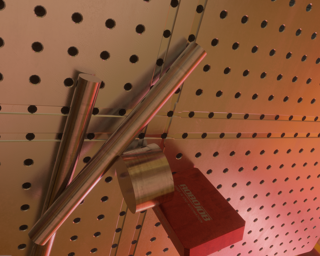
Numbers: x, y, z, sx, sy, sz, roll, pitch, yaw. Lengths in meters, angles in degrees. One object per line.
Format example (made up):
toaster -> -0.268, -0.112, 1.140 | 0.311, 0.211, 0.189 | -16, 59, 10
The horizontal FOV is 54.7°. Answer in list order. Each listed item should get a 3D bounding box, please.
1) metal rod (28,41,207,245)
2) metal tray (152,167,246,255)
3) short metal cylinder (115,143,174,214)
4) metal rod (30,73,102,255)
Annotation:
metal rod -> -0.050, 0.017, 0.374 | 0.300, 0.025, 0.025 | -50, 129, -1
metal tray -> 0.045, 0.115, 0.439 | 0.091, 0.130, 0.030 | -15, 125, -20
short metal cylinder -> -0.022, 0.065, 0.404 | 0.050, 0.080, 0.079 | -14, 125, -21
metal rod -> -0.126, 0.075, 0.388 | 0.025, 0.025, 0.298 | 8, 115, -32
